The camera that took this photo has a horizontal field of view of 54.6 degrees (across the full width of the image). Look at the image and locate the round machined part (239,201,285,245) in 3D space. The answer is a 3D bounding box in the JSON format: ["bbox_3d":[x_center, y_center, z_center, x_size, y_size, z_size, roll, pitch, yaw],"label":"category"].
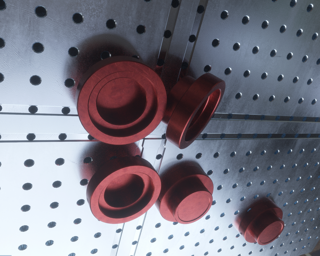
[{"bbox_3d":[0.217,0.203,0.643,0.099,0.042,0.097,-14,124,-21],"label":"round machined part"}]

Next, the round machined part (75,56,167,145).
[{"bbox_3d":[-0.045,-0.033,0.350,0.099,0.042,0.097,-9,119,-17],"label":"round machined part"}]

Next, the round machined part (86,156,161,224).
[{"bbox_3d":[-0.051,0.079,0.420,0.099,0.042,0.097,-14,124,-21],"label":"round machined part"}]

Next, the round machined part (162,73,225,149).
[{"bbox_3d":[0.036,-0.026,0.384,0.098,0.042,0.098,-48,160,-23],"label":"round machined part"}]

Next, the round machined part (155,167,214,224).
[{"bbox_3d":[0.044,0.113,0.493,0.099,0.042,0.097,-14,124,-21],"label":"round machined part"}]
